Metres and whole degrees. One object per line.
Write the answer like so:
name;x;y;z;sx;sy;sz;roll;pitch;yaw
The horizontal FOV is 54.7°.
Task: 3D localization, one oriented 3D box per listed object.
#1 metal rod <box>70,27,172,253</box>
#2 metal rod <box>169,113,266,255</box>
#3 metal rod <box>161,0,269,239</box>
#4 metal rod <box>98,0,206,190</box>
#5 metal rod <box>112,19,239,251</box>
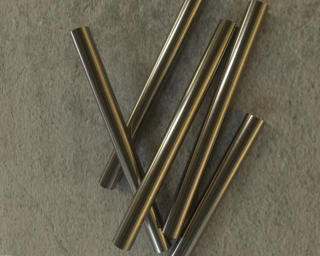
metal rod;-0.048;0.018;0.397;0.025;0.025;0.298;-19;94;19
metal rod;0.048;0.119;0.391;0.025;0.025;0.298;29;99;17
metal rod;0.065;-0.006;0.379;0.025;0.025;0.298;22;95;18
metal rod;-0.010;-0.052;0.411;0.025;0.025;0.298;29;99;17
metal rod;0.019;0.008;0.377;0.025;0.025;0.299;26;89;18
